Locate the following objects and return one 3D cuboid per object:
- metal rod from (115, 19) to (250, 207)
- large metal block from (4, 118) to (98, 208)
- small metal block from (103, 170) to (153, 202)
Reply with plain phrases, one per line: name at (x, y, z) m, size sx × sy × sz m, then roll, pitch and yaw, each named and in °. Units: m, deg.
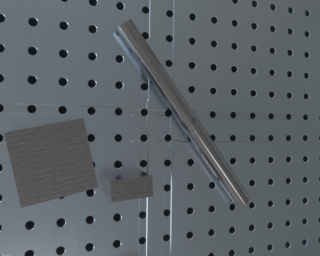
metal rod at (0.038, -0.012, 0.426) m, size 0.025 × 0.025 × 0.299 m, roll -39°, pitch 103°, yaw -16°
large metal block at (-0.122, 0.036, 0.354) m, size 0.081 × 0.050 × 0.080 m, roll -12°, pitch 94°, yaw -20°
small metal block at (-0.041, 0.071, 0.384) m, size 0.050 × 0.050 × 0.025 m, roll -4°, pitch 92°, yaw -20°
